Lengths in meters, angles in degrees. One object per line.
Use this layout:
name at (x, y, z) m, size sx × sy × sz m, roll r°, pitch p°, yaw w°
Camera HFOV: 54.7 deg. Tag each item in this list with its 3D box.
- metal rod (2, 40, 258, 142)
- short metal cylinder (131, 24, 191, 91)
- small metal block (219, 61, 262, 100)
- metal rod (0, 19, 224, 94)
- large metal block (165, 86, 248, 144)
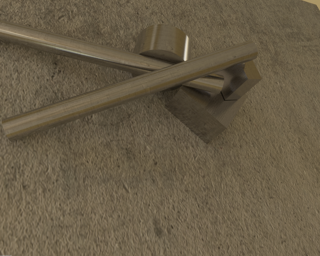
metal rod at (-0.021, -0.048, 0.357) m, size 0.302 × 0.025 × 0.025 m, roll -20°, pitch 72°, yaw -14°
short metal cylinder at (0.002, -0.096, 0.433) m, size 0.081 × 0.080 × 0.050 m, roll 19°, pitch 54°, yaw -18°
small metal block at (0.104, -0.073, 0.424) m, size 0.025 × 0.050 × 0.050 m, roll -5°, pitch 64°, yaw -30°
metal rod at (-0.066, -0.090, 0.389) m, size 0.302 × 0.025 × 0.025 m, roll 12°, pitch 56°, yaw -8°
large metal block at (0.068, -0.038, 0.449) m, size 0.080 × 0.050 × 0.080 m, roll 41°, pitch 52°, yaw 0°
